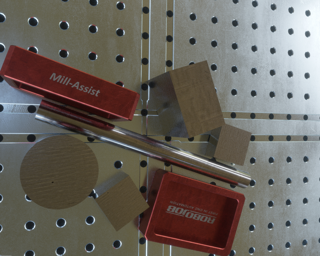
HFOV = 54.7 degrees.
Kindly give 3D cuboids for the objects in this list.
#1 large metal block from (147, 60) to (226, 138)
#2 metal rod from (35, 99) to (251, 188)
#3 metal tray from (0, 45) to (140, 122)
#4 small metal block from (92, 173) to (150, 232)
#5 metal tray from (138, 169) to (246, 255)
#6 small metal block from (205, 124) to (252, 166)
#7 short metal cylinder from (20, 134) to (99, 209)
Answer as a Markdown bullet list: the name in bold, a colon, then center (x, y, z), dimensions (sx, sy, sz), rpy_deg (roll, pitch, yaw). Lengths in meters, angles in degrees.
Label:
- **large metal block**: center (0.031, -0.034, 0.396), dimensions (0.050, 0.080, 0.080), rpy_deg (-20, 97, -19)
- **metal rod**: center (-0.008, 0.028, 0.410), dimensions (0.302, 0.025, 0.025), rpy_deg (20, 83, -19)
- **metal tray**: center (-0.097, -0.042, 0.341), dimensions (0.131, 0.090, 0.030), rpy_deg (20, 84, -19)
- **small metal block**: center (-0.050, 0.093, 0.395), dimensions (0.050, 0.025, 0.050), rpy_deg (-34, 101, -17)
- **metal tray**: center (0.046, 0.117, 0.426), dimensions (0.131, 0.030, 0.090), rpy_deg (19, 84, -19)
- **small metal block**: center (0.099, 0.024, 0.449), dimensions (0.050, 0.025, 0.050), rpy_deg (18, 84, -19)
- **short metal cylinder**: center (-0.115, 0.047, 0.356), dimensions (0.081, 0.050, 0.080), rpy_deg (0, 90, -20)
